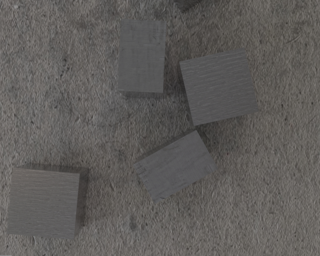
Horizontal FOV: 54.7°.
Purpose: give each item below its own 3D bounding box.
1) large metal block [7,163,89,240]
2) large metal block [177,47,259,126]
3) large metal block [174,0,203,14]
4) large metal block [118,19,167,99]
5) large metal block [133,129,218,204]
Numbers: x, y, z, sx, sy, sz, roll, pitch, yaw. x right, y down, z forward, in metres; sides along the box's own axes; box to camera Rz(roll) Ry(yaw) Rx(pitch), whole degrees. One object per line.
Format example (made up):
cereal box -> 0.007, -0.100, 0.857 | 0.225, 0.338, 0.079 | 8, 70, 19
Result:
large metal block -> -0.140, 0.091, 0.396 | 0.081, 0.050, 0.080 | 5, 90, 0
large metal block -> 0.071, -0.050, 0.398 | 0.080, 0.050, 0.080 | -13, 90, 0
large metal block -> 0.042, -0.211, 0.397 | 0.080, 0.050, 0.080 | -32, 90, 0
large metal block -> -0.020, -0.080, 0.382 | 0.050, 0.080, 0.080 | 3, 90, 0
large metal block -> 0.017, 0.043, 0.383 | 0.080, 0.080, 0.050 | -29, 90, 0
